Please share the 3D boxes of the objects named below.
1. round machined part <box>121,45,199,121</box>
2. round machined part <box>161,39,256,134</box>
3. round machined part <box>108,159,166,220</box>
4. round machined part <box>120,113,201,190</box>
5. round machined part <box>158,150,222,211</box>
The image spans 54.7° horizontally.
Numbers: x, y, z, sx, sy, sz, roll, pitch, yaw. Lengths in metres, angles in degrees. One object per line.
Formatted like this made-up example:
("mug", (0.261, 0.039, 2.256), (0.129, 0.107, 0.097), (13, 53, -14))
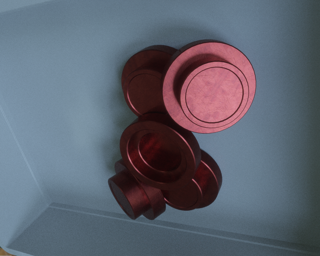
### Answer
("round machined part", (-0.004, -0.045, 0.368), (0.098, 0.042, 0.097), (13, 124, 20))
("round machined part", (0.051, -0.039, 0.317), (0.099, 0.042, 0.097), (-2, 112, -5))
("round machined part", (-0.038, 0.091, 0.443), (0.098, 0.042, 0.097), (43, 151, 32))
("round machined part", (0.004, 0.025, 0.380), (0.098, 0.042, 0.097), (13, 124, 20))
("round machined part", (0.032, 0.074, 0.423), (0.098, 0.042, 0.097), (13, 124, 20))
